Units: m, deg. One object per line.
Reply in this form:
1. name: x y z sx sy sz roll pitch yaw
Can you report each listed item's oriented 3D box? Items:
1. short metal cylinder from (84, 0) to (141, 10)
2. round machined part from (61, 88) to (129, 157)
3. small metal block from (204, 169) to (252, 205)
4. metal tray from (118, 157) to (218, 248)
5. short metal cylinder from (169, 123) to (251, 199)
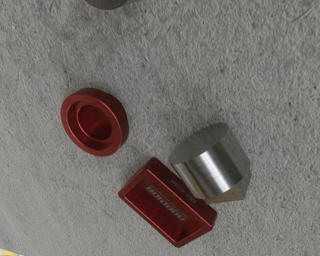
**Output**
1. short metal cylinder: -0.046 -0.165 0.313 0.080 0.050 0.079 13 124 21
2. round machined part: -0.086 -0.012 0.434 0.098 0.042 0.097 13 124 21
3. small metal block: 0.083 0.067 0.389 0.050 0.050 0.025 -18 109 35
4. metal tray: 0.010 0.116 0.469 0.130 0.030 0.090 42 129 -1
5. short metal cylinder: 0.058 0.037 0.364 0.080 0.080 0.050 -25 105 37
